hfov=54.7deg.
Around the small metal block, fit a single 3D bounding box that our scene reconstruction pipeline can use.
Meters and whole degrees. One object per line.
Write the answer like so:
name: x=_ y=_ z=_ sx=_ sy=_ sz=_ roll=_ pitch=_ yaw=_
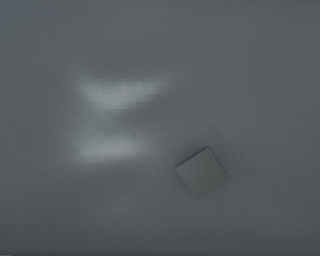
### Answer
small metal block: x=0.056 y=0.059 z=0.412 sx=0.050 sy=0.025 sz=0.050 roll=-33 pitch=90 yaw=0
